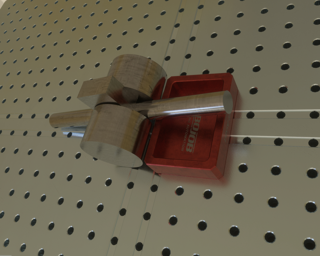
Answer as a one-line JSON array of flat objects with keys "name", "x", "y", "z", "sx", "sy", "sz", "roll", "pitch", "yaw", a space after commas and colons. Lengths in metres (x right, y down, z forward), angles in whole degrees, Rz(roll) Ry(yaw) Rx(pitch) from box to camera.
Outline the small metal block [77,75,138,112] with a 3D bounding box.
[{"name": "small metal block", "x": -0.065, "y": -0.038, "z": 0.389, "sx": 0.050, "sy": 0.050, "sz": 0.025, "roll": -4, "pitch": 60, "yaw": 36}]

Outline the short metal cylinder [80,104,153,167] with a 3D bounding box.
[{"name": "short metal cylinder", "x": -0.054, "y": 0.012, "z": 0.393, "sx": 0.080, "sy": 0.080, "sz": 0.050, "roll": 2, "pitch": 63, "yaw": 29}]

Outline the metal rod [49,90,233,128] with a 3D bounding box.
[{"name": "metal rod", "x": -0.049, "y": -0.020, "z": 0.416, "sx": 0.300, "sy": 0.025, "sz": 0.025, "roll": -4, "pitch": 60, "yaw": 36}]

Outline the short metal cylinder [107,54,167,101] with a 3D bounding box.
[{"name": "short metal cylinder", "x": -0.035, "y": -0.055, "z": 0.423, "sx": 0.080, "sy": 0.080, "sz": 0.050, "roll": 1, "pitch": 62, "yaw": 28}]

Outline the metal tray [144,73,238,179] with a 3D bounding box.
[{"name": "metal tray", "x": 0.041, "y": -0.006, "z": 0.387, "sx": 0.090, "sy": 0.030, "sz": 0.130, "roll": 1, "pitch": 62, "yaw": 28}]
